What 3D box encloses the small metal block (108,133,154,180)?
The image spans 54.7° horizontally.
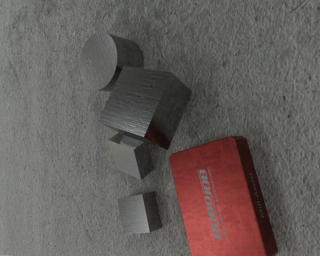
[{"bbox_3d":[-0.040,0.037,0.424,0.050,0.025,0.050,17,130,39],"label":"small metal block"}]

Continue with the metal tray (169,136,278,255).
[{"bbox_3d":[0.066,0.082,0.347,0.090,0.030,0.129,-21,77,38],"label":"metal tray"}]

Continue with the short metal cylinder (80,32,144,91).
[{"bbox_3d":[-0.070,-0.092,0.447,0.080,0.050,0.079,0,90,40],"label":"short metal cylinder"}]

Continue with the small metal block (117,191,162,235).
[{"bbox_3d":[-0.029,0.118,0.429,0.050,0.025,0.050,-20,78,38],"label":"small metal block"}]

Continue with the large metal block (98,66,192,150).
[{"bbox_3d":[-0.019,-0.027,0.388,0.080,0.050,0.080,16,79,38],"label":"large metal block"}]
